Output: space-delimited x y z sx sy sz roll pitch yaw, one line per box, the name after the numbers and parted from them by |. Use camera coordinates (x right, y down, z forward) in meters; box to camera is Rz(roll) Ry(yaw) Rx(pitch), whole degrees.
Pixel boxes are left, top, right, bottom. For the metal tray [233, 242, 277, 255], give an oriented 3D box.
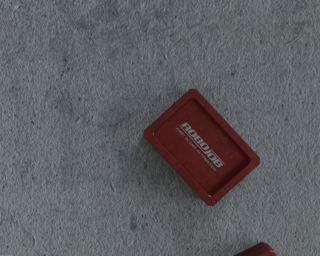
0.105 0.222 0.408 0.131 0.030 0.090 -26 90 0 | metal tray

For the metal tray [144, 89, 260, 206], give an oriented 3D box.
0.053 0.024 0.407 0.090 0.030 0.130 -42 90 0 | metal tray
